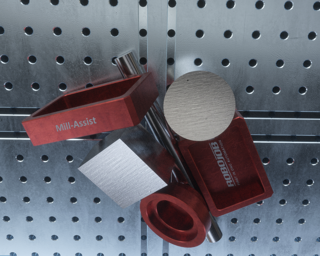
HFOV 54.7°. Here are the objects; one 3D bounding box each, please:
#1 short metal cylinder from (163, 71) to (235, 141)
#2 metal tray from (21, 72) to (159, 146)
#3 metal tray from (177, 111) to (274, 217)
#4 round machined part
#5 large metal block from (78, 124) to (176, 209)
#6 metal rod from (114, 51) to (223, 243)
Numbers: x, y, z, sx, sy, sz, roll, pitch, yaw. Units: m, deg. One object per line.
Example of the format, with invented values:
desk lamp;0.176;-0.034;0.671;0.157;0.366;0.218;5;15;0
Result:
short metal cylinder;0.048;-0.024;0.372;0.080;0.050;0.080;-1;86;11
metal tray;-0.075;-0.023;0.350;0.130;0.090;0.030;-11;112;19
metal tray;0.090;0.051;0.427;0.090;0.030;0.129;-24;109;8
round machined part;0.025;0.114;0.427;0.098;0.042;0.097;17;129;23
large metal block;-0.041;0.045;0.393;0.080;0.050;0.080;-34;108;30
metal rod;0.019;0.038;0.423;0.025;0.025;0.299;-24;109;8
